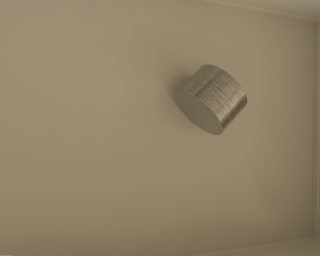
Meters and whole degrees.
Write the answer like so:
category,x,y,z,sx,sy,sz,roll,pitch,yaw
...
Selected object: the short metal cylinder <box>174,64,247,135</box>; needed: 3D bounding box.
category,x,y,z,sx,sy,sz,roll,pitch,yaw
short metal cylinder,0.066,-0.036,0.407,0.050,0.080,0.080,-47,105,-14
